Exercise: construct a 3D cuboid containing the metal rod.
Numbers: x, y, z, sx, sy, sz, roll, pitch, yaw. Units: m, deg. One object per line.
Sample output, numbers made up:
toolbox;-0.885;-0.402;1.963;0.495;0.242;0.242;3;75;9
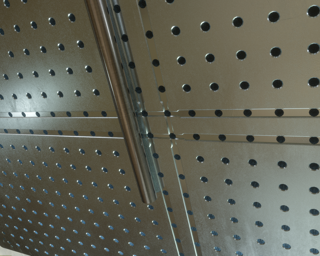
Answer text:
metal rod;-0.046;-0.020;0.423;0.025;0.025;0.298;2;120;27
